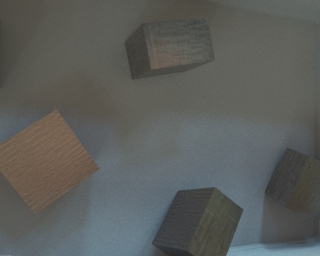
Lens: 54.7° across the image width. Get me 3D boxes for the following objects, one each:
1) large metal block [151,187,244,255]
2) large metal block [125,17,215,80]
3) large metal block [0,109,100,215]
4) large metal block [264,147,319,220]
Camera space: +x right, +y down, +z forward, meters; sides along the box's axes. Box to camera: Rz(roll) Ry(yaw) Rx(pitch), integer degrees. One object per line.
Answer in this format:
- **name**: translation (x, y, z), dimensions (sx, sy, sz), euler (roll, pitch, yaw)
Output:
- **large metal block**: translation (0.046, 0.124, 0.388), dimensions (0.050, 0.080, 0.080), euler (40, 61, -16)
- **large metal block**: translation (0.009, -0.096, 0.384), dimensions (0.081, 0.080, 0.050), euler (-12, 95, -20)
- **large metal block**: translation (-0.129, 0.035, 0.350), dimensions (0.080, 0.050, 0.080), euler (-36, 102, -16)
- **large metal block**: translation (0.221, 0.085, 0.470), dimensions (0.080, 0.050, 0.080), euler (23, 95, -19)
